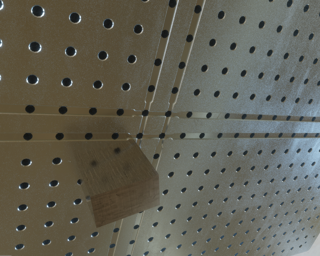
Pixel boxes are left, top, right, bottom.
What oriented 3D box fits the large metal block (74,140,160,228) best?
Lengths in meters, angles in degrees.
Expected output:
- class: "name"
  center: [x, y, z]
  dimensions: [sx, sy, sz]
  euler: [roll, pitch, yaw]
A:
- class: "large metal block"
  center: [-0.054, 0.066, 0.388]
  dimensions: [0.081, 0.080, 0.050]
  euler: [-15, 125, -20]
